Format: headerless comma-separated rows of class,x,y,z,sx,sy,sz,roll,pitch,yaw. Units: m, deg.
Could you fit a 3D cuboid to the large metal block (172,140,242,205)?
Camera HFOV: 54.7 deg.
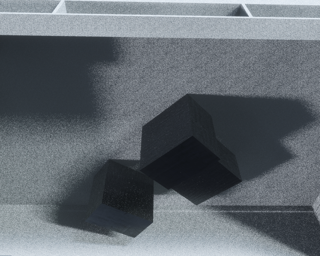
large metal block,0.056,0.056,0.441,0.080,0.050,0.080,-36,122,26

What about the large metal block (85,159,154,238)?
large metal block,-0.057,0.105,0.462,0.080,0.080,0.050,27,125,-22

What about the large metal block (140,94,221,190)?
large metal block,0.022,0.017,0.388,0.080,0.080,0.050,-36,122,26
